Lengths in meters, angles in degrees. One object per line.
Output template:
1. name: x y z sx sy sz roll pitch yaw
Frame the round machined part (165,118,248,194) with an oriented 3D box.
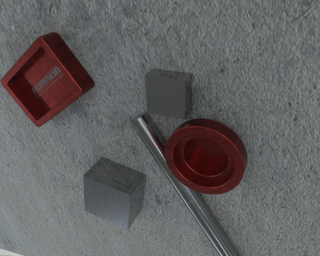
1. round machined part: 0.059 0.031 0.384 0.098 0.042 0.097 13 124 21

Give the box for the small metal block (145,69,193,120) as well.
1. small metal block: 0.011 -0.042 0.375 0.050 0.025 0.050 11 123 22

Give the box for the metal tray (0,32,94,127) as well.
1. metal tray: -0.166 -0.065 0.450 0.130 0.030 0.090 -27 104 37

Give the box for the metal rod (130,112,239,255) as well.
1. metal rod: 0.049 0.108 0.447 0.025 0.025 0.299 -23 106 36

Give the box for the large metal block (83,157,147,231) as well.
1. large metal block: -0.072 0.104 0.493 0.080 0.050 0.079 20 126 16
